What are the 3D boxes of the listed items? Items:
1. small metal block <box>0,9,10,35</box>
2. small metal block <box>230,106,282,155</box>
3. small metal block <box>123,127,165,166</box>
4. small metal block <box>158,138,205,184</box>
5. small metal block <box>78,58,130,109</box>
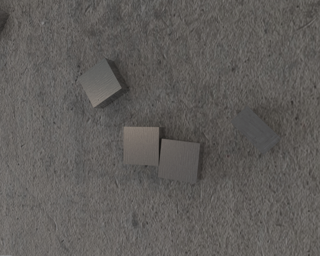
[{"bbox_3d":[-0.284,-0.179,0.509,0.050,0.025,0.050,34,101,16],"label":"small metal block"},{"bbox_3d":[0.111,0.002,0.356,0.025,0.050,0.050,-46,76,14],"label":"small metal block"},{"bbox_3d":[-0.021,0.023,0.416,0.050,0.025,0.050,1,90,20],"label":"small metal block"},{"bbox_3d":[0.028,0.041,0.399,0.050,0.025,0.050,6,92,19],"label":"small metal block"},{"bbox_3d":[-0.079,-0.062,0.437,0.050,0.025,0.050,-32,80,17],"label":"small metal block"}]
